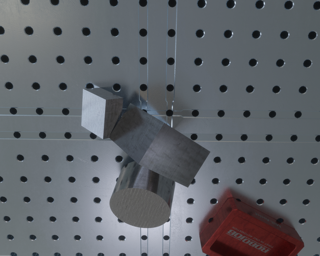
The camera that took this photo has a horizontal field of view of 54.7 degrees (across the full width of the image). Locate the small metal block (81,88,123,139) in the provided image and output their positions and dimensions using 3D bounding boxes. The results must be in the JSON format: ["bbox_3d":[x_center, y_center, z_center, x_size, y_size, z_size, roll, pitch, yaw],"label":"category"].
[{"bbox_3d":[-0.074,-0.020,0.390,0.025,0.050,0.050,-12,118,-43],"label":"small metal block"}]

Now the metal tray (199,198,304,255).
[{"bbox_3d":[0.139,0.174,0.475,0.131,0.030,0.090,29,107,-10],"label":"metal tray"}]

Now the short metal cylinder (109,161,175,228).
[{"bbox_3d":[-0.022,0.090,0.421,0.080,0.050,0.079,5,127,7],"label":"short metal cylinder"}]

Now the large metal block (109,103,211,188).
[{"bbox_3d":[-0.002,0.020,0.372,0.080,0.080,0.050,32,90,-37],"label":"large metal block"}]
